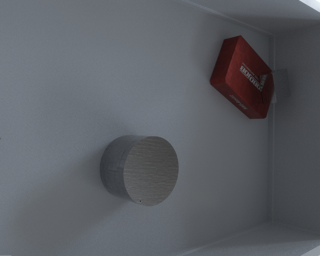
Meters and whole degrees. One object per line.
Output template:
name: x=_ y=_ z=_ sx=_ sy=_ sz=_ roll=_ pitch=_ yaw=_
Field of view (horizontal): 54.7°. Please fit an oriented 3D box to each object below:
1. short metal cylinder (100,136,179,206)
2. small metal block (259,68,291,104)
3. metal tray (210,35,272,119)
short metal cylinder: x=-0.024 y=0.049 z=0.372 sx=0.081 sy=0.050 sz=0.079 roll=0 pitch=90 yaw=-40
small metal block: x=0.200 y=-0.073 z=0.538 sx=0.050 sy=0.025 sz=0.050 roll=-22 pitch=104 yaw=-38
metal tray: x=0.147 y=-0.083 z=0.529 sx=0.130 sy=0.030 sz=0.090 roll=33 pitch=70 yaw=-36
